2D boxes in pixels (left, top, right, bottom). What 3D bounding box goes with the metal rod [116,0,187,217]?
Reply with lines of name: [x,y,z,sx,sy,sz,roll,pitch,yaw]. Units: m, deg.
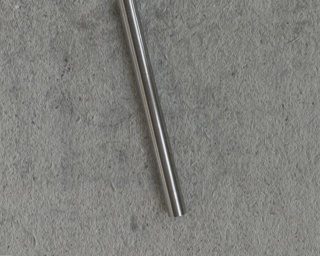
metal rod: [-0.012,-0.032,0.409,0.025,0.025,0.299,-13,90,0]
